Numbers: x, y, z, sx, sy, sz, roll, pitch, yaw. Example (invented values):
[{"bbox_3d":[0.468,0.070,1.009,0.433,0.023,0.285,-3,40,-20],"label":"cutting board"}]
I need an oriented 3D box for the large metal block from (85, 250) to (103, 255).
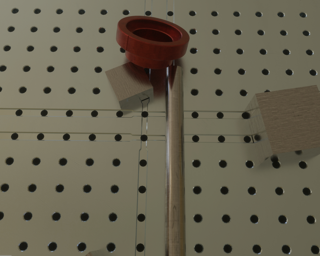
[{"bbox_3d":[-0.078,0.190,0.328,0.080,0.050,0.080,-39,75,-13],"label":"large metal block"}]

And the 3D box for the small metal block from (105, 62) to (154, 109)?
[{"bbox_3d":[-0.043,-0.062,0.434,0.050,0.025,0.050,-24,72,-9],"label":"small metal block"}]

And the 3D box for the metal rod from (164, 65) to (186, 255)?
[{"bbox_3d":[0.019,0.058,0.390,0.025,0.025,0.299,1,70,0],"label":"metal rod"}]

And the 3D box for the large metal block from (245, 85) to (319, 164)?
[{"bbox_3d":[0.166,-0.004,0.401,0.081,0.050,0.080,-8,70,-3],"label":"large metal block"}]

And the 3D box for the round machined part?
[{"bbox_3d":[-0.012,-0.116,0.429,0.099,0.042,0.098,9,38,-7],"label":"round machined part"}]
